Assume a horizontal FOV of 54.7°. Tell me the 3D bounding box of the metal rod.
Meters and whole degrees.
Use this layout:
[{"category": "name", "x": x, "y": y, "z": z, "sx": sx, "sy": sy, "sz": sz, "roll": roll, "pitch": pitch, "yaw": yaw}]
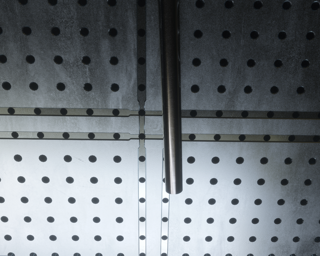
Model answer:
[{"category": "metal rod", "x": 0.014, "y": -0.051, "z": 0.394, "sx": 0.025, "sy": 0.025, "sz": 0.298, "roll": -2, "pitch": 110, "yaw": 0}]
